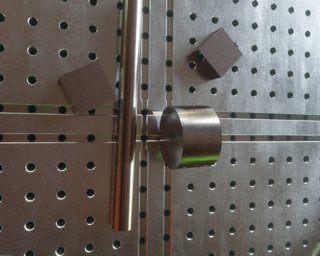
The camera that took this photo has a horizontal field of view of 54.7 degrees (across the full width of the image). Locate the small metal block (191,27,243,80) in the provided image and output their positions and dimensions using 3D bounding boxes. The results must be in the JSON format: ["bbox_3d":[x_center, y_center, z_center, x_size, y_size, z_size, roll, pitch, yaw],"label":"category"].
[{"bbox_3d":[0.081,-0.106,0.442,0.050,0.025,0.050,-46,104,-14],"label":"small metal block"}]

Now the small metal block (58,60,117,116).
[{"bbox_3d":[-0.089,-0.048,0.380,0.050,0.025,0.050,-29,100,-18],"label":"small metal block"}]

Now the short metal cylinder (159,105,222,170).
[{"bbox_3d":[0.036,0.011,0.397,0.050,0.080,0.079,-2,91,-20],"label":"short metal cylinder"}]

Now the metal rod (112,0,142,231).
[{"bbox_3d":[-0.042,-0.021,0.397,0.025,0.025,0.298,3,89,-20],"label":"metal rod"}]
